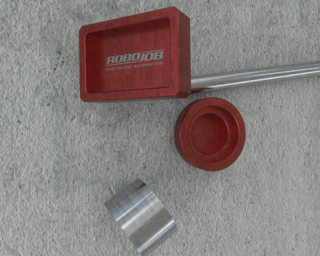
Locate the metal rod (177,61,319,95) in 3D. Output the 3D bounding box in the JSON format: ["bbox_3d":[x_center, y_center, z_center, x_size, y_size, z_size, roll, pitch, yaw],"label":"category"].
[{"bbox_3d":[0.162,-0.080,0.470,0.303,0.025,0.025,-10,94,-20],"label":"metal rod"}]

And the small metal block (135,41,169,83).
[{"bbox_3d":[-0.005,-0.080,0.384,0.050,0.050,0.025,27,78,26],"label":"small metal block"}]

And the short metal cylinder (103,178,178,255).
[{"bbox_3d":[-0.024,0.107,0.372,0.050,0.080,0.080,-36,102,-17],"label":"short metal cylinder"}]

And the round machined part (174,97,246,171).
[{"bbox_3d":[0.064,0.008,0.425,0.099,0.042,0.097,0,90,-21],"label":"round machined part"}]

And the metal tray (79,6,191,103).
[{"bbox_3d":[-0.031,-0.076,0.348,0.030,0.130,0.089,-2,91,-62],"label":"metal tray"}]
